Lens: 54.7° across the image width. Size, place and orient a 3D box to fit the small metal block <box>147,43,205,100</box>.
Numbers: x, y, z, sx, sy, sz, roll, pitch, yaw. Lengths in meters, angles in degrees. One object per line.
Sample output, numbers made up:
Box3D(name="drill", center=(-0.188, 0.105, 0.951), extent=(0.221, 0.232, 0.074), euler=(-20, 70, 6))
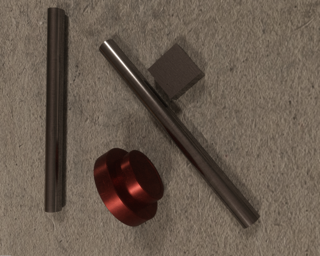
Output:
Box3D(name="small metal block", center=(0.021, -0.072, 0.401), extent=(0.050, 0.025, 0.050), euler=(-41, 78, 15))

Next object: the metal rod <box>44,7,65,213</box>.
Box3D(name="metal rod", center=(-0.157, -0.026, 0.462), extent=(0.025, 0.025, 0.298), euler=(1, 90, 19))

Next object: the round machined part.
Box3D(name="round machined part", center=(-0.032, 0.066, 0.381), extent=(0.042, 0.098, 0.098), euler=(-33, 80, 17))

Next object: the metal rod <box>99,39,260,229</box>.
Box3D(name="metal rod", center=(0.017, -0.001, 0.402), extent=(0.025, 0.025, 0.300), euler=(-42, 77, 15))
